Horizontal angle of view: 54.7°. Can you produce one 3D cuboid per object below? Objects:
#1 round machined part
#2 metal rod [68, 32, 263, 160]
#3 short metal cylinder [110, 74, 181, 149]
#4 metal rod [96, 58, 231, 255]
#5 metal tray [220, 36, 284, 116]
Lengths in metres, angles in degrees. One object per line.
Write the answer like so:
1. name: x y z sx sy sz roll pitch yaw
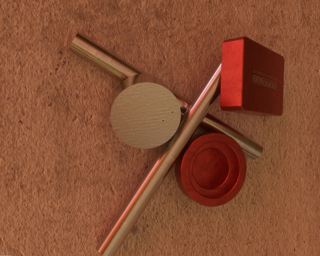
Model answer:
1. round machined part: 0.066 0.055 0.426 0.099 0.042 0.097 0 90 -20
2. metal rod: 0.021 -0.034 0.419 0.301 0.025 0.025 30 80 -18
3. short metal cylinder: -0.019 -0.021 0.376 0.081 0.050 0.079 -3 111 -7
4. metal rod: 0.014 0.030 0.397 0.025 0.025 0.300 35 85 -17
5. metal tray: 0.131 -0.064 0.426 0.131 0.030 0.089 2 89 -48
